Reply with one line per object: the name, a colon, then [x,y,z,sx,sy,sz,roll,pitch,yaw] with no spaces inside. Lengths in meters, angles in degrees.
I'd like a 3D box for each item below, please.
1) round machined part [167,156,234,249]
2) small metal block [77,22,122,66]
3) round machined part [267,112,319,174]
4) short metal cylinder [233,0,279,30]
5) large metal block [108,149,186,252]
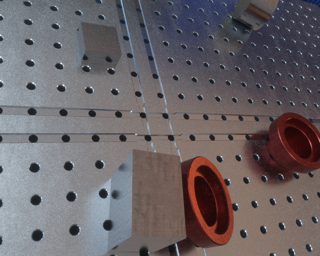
round machined part: [0.041,0.085,0.351,0.098,0.042,0.098,37,41,-40]
small metal block: [-0.085,-0.117,0.434,0.050,0.025,0.050,0,62,-28]
round machined part: [0.213,0.027,0.495,0.099,0.042,0.098,14,56,-21]
short metal cylinder: [0.193,-0.247,0.627,0.050,0.080,0.080,24,53,-14]
large metal block: [-0.017,0.077,0.315,0.050,0.080,0.080,10,58,-20]
